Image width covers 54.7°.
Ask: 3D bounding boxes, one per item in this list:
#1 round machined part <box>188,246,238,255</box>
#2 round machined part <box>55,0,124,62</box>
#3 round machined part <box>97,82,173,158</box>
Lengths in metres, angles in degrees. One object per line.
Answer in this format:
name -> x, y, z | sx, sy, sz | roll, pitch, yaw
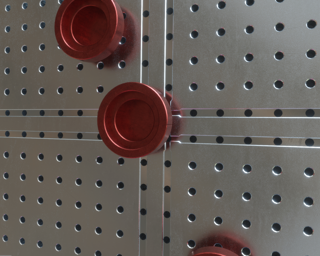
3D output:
round machined part -> 0.070, 0.193, 0.379 | 0.098, 0.042, 0.097 | 0, 90, 19
round machined part -> -0.094, -0.141, 0.435 | 0.098, 0.042, 0.097 | 0, 90, 19
round machined part -> -0.030, -0.010, 0.413 | 0.098, 0.042, 0.097 | 0, 90, 19
